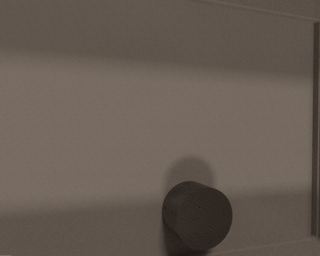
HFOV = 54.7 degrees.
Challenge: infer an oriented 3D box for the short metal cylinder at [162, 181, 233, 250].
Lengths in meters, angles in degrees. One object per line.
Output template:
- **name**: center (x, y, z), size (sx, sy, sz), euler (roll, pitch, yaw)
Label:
- **short metal cylinder**: center (0.049, 0.115, 0.417), size (0.081, 0.050, 0.079), euler (0, 90, -21)
